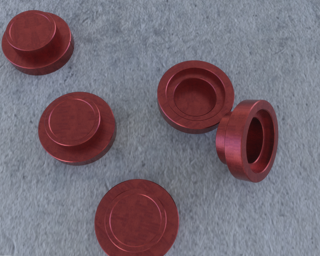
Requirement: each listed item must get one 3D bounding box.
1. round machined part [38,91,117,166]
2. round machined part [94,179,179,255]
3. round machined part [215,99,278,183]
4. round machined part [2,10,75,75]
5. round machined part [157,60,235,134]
[{"bbox_3d":[-0.108,-0.004,0.399,0.099,0.042,0.098,0,70,-1],"label":"round machined part"},{"bbox_3d":[-0.027,0.108,0.359,0.099,0.042,0.098,0,70,-1],"label":"round machined part"},{"bbox_3d":[0.104,0.014,0.376,0.042,0.098,0.098,5,65,42],"label":"round machined part"},{"bbox_3d":[-0.177,-0.128,0.444,0.099,0.042,0.098,0,70,-1],"label":"round machined part"},{"bbox_3d":[0.046,-0.038,0.413,0.099,0.042,0.098,0,70,-1],"label":"round machined part"}]
